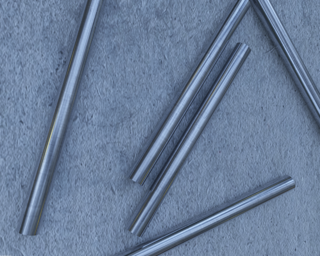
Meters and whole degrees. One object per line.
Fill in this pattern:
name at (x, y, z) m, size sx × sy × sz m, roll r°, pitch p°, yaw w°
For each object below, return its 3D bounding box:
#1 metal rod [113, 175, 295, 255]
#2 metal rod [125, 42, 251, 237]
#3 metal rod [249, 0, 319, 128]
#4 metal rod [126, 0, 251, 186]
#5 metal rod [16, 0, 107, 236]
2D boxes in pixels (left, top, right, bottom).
metal rod at (0.066, 0.131, 0.433) m, size 0.302 × 0.025 × 0.025 m, roll -19°, pitch 97°, yaw -19°
metal rod at (0.044, 0.008, 0.424) m, size 0.025 × 0.025 × 0.300 m, roll 35°, pitch 79°, yaw -17°
metal rod at (0.207, -0.106, 0.484) m, size 0.025 × 0.025 × 0.299 m, roll -38°, pitch 102°, yaw -16°
metal rod at (0.044, -0.058, 0.424) m, size 0.025 × 0.025 × 0.300 m, roll 35°, pitch 79°, yaw -17°
metal rod at (-0.113, -0.026, 0.367) m, size 0.025 × 0.025 × 0.299 m, roll 17°, pitch 84°, yaw -19°
